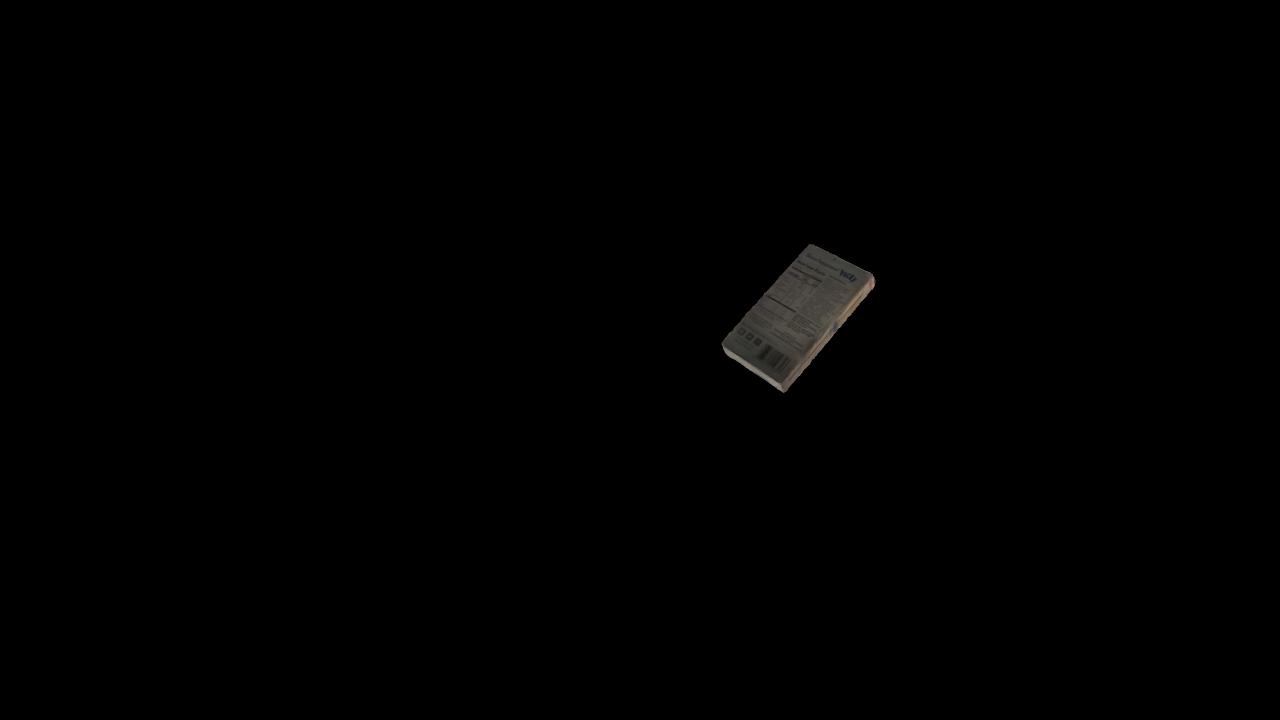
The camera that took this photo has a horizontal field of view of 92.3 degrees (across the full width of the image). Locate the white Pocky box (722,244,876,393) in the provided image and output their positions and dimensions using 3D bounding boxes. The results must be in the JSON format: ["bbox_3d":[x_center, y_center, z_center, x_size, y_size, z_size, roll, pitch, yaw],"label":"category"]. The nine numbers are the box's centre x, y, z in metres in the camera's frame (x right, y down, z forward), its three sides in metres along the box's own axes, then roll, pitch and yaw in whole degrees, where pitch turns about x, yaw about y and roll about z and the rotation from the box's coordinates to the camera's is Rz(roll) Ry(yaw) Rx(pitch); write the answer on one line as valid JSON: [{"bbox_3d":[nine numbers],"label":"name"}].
[{"bbox_3d":[0.167,-0.047,0.654,0.084,0.154,0.028,37,-9,33],"label":"white Pocky box"}]
